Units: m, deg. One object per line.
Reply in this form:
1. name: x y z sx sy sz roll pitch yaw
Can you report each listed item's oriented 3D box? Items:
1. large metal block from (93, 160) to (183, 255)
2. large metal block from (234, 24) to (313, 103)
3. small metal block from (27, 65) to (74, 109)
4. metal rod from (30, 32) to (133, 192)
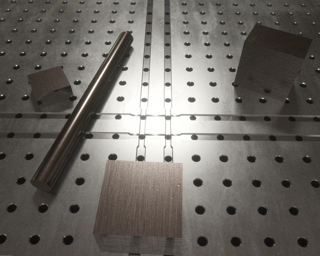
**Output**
1. large metal block: -0.018 0.082 0.322 0.081 0.050 0.080 2 50 1
2. large metal block: 0.162 -0.095 0.454 0.080 0.080 0.050 23 54 18
3. small metal block: -0.161 -0.061 0.457 0.050 0.025 0.050 -22 54 -18
4. metal rod: -0.097 -0.046 0.444 0.025 0.025 0.300 12 51 9
